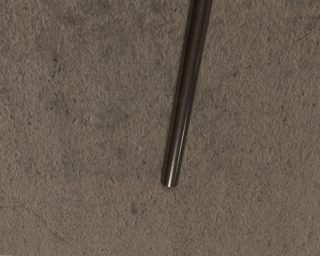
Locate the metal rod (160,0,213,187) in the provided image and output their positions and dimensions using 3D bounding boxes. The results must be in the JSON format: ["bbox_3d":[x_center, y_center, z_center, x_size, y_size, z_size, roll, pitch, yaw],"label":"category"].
[{"bbox_3d":[0.035,-0.061,0.387,0.025,0.025,0.298,8,110,-3],"label":"metal rod"}]
